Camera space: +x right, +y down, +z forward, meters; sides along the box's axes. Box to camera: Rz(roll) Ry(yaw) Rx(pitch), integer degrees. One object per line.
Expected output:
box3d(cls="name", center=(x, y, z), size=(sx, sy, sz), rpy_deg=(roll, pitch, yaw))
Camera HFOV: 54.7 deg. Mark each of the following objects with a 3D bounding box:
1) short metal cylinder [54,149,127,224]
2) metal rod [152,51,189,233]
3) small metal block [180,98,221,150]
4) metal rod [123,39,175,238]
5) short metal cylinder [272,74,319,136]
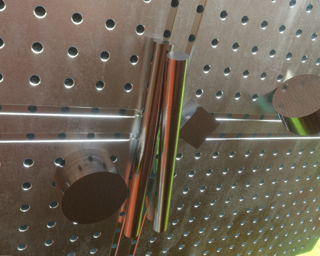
box3d(cls="short metal cylinder", center=(-0.088, 0.074, 0.392), size=(0.081, 0.050, 0.079), rpy_deg=(-14, 124, -21))
box3d(cls="metal rod", center=(0.010, 0.042, 0.424), size=(0.025, 0.025, 0.298), rpy_deg=(-12, 129, -22))
box3d(cls="small metal block", center=(0.048, -0.005, 0.434), size=(0.050, 0.025, 0.050), rpy_deg=(-49, 129, 7))
box3d(cls="metal rod", center=(-0.020, 0.033, 0.419), size=(0.025, 0.025, 0.298), rpy_deg=(-4, 120, -27))
box3d(cls="short metal cylinder", center=(0.221, -0.035, 0.474), size=(0.080, 0.080, 0.050), rpy_deg=(-45, 129, 3))
